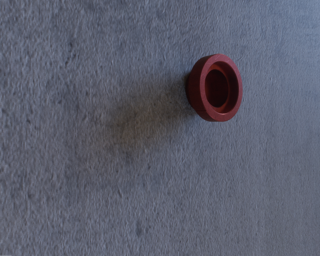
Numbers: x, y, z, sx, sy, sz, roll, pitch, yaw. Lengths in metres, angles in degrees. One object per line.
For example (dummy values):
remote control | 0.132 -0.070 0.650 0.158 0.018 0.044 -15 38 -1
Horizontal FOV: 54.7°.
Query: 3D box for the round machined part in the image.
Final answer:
round machined part | 0.076 -0.058 0.460 0.099 0.042 0.097 0 90 -40
